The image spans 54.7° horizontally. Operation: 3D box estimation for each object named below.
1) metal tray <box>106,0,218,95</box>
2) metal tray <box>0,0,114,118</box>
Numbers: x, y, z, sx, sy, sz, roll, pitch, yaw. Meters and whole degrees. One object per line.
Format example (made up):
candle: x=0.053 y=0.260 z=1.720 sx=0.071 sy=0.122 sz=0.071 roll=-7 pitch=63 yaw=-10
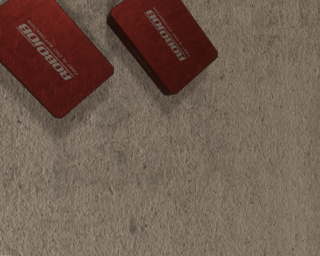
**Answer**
metal tray: x=0.005 y=-0.119 z=0.409 sx=0.090 sy=0.030 sz=0.130 roll=-43 pitch=104 yaw=-15
metal tray: x=-0.130 y=-0.086 z=0.359 sx=0.090 sy=0.030 sz=0.130 roll=-45 pitch=104 yaw=-15
